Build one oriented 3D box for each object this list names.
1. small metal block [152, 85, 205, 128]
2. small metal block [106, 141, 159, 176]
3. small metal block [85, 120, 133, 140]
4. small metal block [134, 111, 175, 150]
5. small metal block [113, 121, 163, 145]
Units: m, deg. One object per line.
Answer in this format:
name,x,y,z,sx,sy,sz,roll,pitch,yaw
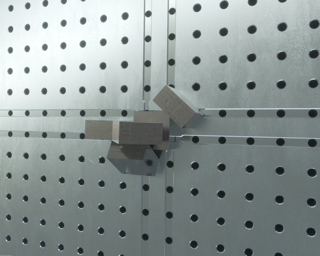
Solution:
small metal block,0.025,-0.026,0.391,0.050,0.050,0.025,45,103,14
small metal block,-0.034,0.041,0.409,0.050,0.050,0.025,1,59,20
small metal block,-0.066,0.002,0.423,0.050,0.050,0.025,2,91,20
small metal block,-0.008,0.003,0.416,0.050,0.025,0.050,2,90,19
small metal block,-0.028,0.005,0.372,0.050,0.050,0.025,2,92,-17
